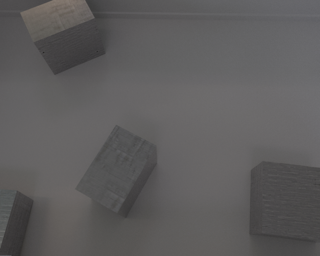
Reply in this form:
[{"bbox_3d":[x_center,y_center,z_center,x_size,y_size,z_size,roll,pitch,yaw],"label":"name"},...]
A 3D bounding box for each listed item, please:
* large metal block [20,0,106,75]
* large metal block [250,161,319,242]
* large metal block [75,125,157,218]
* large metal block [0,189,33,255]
[{"bbox_3d":[-0.129,-0.128,0.426,0.080,0.080,0.050,-26,72,-9],"label":"large metal block"},{"bbox_3d":[0.154,0.088,0.365,0.080,0.050,0.080,7,70,2],"label":"large metal block"},{"bbox_3d":[-0.045,0.054,0.360,0.050,0.080,0.080,27,72,9],"label":"large metal block"},{"bbox_3d":[-0.202,0.113,0.350,0.080,0.050,0.080,5,64,2],"label":"large metal block"}]
